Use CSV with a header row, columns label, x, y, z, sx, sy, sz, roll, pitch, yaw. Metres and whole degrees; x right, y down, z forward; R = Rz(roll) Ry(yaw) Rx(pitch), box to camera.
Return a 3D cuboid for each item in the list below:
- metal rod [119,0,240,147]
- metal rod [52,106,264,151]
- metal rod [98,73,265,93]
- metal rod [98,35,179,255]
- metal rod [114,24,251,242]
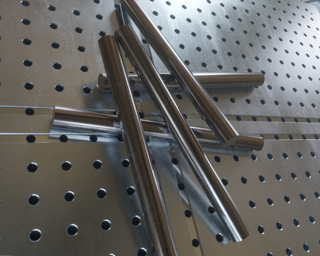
label,x,y,z,sx,sy,sz,roll,pitch,yaw
metal rod,0.017,-0.099,0.449,0.025,0.025,0.299,-14,60,-34
metal rod,0.015,0.005,0.414,0.302,0.025,0.025,8,59,-25
metal rod,0.052,-0.074,0.482,0.303,0.025,0.025,-7,65,-31
metal rod,-0.024,0.029,0.353,0.025,0.025,0.299,-8,73,-32
metal rod,0.027,0.004,0.390,0.025,0.025,0.299,-28,87,-37
